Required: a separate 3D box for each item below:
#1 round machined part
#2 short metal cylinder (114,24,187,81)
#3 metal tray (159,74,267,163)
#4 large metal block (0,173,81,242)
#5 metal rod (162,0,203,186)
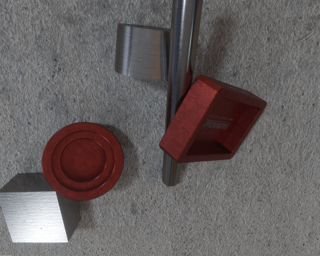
[{"bbox_3d":[-0.099,0.041,0.402,0.099,0.042,0.097,0,91,-17],"label":"round machined part"},{"bbox_3d":[-0.009,-0.087,0.348,0.081,0.080,0.050,6,110,-3],"label":"short metal cylinder"},{"bbox_3d":[0.067,-0.006,0.361,0.030,0.131,0.089,40,111,32],"label":"metal tray"},{"bbox_3d":[-0.164,0.109,0.430,0.080,0.050,0.079,-3,111,8],"label":"large metal block"},{"bbox_3d":[0.020,-0.032,0.332,0.025,0.025,0.298,1,136,-1],"label":"metal rod"}]
